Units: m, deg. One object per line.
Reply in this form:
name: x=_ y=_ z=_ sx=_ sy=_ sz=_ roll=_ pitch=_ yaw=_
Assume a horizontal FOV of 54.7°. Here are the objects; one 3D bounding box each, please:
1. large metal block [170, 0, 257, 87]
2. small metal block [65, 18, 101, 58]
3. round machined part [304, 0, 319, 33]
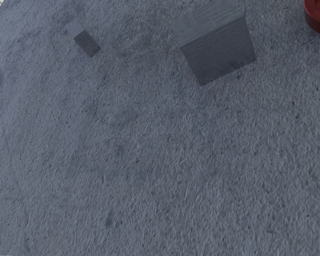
large metal block: x=0.070 y=-0.111 z=0.400 sx=0.080 sy=0.080 sz=0.050 roll=-25 pitch=53 yaw=13
small metal block: x=-0.139 y=-0.164 z=0.561 sx=0.025 sy=0.050 sz=0.050 roll=-38 pitch=51 yaw=3
round machined part: x=0.224 y=-0.142 z=0.363 sx=0.098 sy=0.042 sz=0.098 roll=-13 pitch=56 yaw=21
